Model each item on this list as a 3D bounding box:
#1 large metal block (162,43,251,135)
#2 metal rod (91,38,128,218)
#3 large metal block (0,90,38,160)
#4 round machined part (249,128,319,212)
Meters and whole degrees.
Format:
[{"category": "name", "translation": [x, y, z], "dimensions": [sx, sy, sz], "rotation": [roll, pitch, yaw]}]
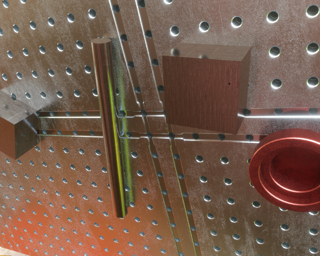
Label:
[{"category": "large metal block", "translation": [0.052, -0.045, 0.340], "dimensions": [0.080, 0.050, 0.079], "rotation": [10, 123, 23]}, {"category": "metal rod", "translation": [-0.071, 0.019, 0.460], "dimensions": [0.025, 0.025, 0.298], "rotation": [13, 124, 21]}, {"category": "large metal block", "translation": [-0.260, -0.005, 0.529], "dimensions": [0.080, 0.050, 0.079], "rotation": [27, 128, 11]}, {"category": "round machined part", "translation": [0.153, 0.042, 0.346], "dimensions": [0.098, 0.042, 0.097], "rotation": [13, 124, 21]}]
